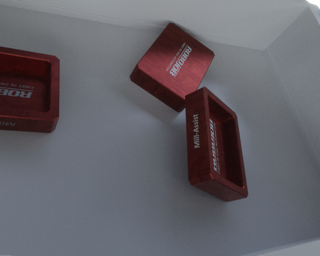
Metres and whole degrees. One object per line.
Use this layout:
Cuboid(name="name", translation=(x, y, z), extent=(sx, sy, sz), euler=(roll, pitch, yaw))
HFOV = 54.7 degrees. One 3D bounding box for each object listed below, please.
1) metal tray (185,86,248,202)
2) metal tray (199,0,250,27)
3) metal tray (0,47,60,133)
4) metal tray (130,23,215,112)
Cuboid(name="metal tray", translation=(0.073, 0.021, 0.405), extent=(0.090, 0.030, 0.130), euler=(32, 47, -40))
Cuboid(name="metal tray", translation=(0.123, -0.272, 0.636), extent=(0.091, 0.030, 0.130), euler=(2, 61, -28))
Cuboid(name="metal tray", translation=(-0.178, -0.045, 0.333), extent=(0.131, 0.030, 0.090), euler=(5, 60, -26))
Cuboid(name="metal tray", translation=(0.023, -0.096, 0.473), extent=(0.090, 0.030, 0.130), euler=(34, 51, -6))
